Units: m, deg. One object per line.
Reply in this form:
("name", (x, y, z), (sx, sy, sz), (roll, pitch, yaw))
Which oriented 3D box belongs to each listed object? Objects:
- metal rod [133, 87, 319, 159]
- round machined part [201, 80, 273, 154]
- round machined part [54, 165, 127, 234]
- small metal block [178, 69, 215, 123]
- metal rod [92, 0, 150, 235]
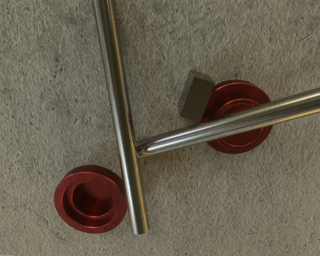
("metal rod", (0.087, -0.006, 0.352), (0.300, 0.025, 0.025), (-17, 111, 28))
("round machined part", (0.098, -0.010, 0.398), (0.099, 0.042, 0.097), (0, 110, 0))
("round machined part", (-0.091, 0.094, 0.432), (0.099, 0.042, 0.097), (1, 111, 4))
("small metal block", (0.043, -0.041, 0.382), (0.025, 0.050, 0.050), (17, 109, -6))
("metal rod", (-0.046, -0.008, 0.385), (0.025, 0.025, 0.298), (-7, 102, 2))
